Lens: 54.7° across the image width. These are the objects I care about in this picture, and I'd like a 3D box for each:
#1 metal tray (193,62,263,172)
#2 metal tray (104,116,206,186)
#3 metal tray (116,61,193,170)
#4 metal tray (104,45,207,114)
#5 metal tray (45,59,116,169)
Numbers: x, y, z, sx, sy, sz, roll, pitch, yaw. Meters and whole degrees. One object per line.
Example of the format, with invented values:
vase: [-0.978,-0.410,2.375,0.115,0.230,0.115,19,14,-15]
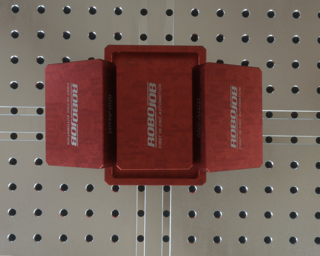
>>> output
metal tray: [0.086,-0.013,0.393,0.091,0.030,0.129,-1,90,-28]
metal tray: [-0.006,0.029,0.411,0.131,0.030,0.089,0,90,-1]
metal tray: [-0.006,-0.015,0.380,0.091,0.030,0.129,0,90,-1]
metal tray: [-0.006,-0.061,0.410,0.131,0.030,0.089,0,90,-1]
metal tray: [-0.101,-0.017,0.392,0.090,0.030,0.129,0,90,25]
